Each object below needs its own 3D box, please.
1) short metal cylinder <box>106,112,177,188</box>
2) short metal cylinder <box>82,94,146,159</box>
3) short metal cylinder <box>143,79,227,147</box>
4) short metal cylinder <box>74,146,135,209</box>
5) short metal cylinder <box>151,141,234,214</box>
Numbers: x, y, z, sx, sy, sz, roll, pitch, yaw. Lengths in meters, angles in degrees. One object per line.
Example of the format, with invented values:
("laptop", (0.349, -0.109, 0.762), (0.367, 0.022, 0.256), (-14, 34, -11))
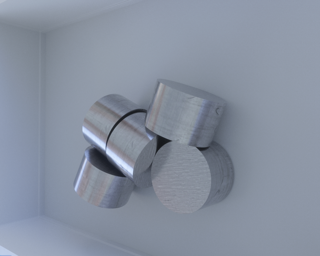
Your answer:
("short metal cylinder", (-0.019, 0.027, 0.383), (0.050, 0.081, 0.079), (33, 111, 35))
("short metal cylinder", (-0.054, 0.001, 0.411), (0.050, 0.081, 0.079), (32, 110, 35))
("short metal cylinder", (0.027, -0.018, 0.345), (0.080, 0.081, 0.050), (29, 108, 36))
("short metal cylinder", (-0.072, 0.064, 0.425), (0.080, 0.081, 0.050), (36, 112, 34))
("short metal cylinder", (0.037, 0.053, 0.356), (0.080, 0.050, 0.079), (0, 90, 39))
